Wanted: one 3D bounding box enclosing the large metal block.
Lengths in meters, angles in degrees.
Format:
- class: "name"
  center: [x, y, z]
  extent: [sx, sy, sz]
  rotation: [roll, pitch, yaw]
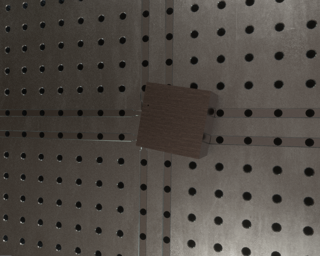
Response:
- class: "large metal block"
  center: [0.023, -0.010, 0.391]
  extent: [0.080, 0.050, 0.079]
  rotation: [11, 94, 19]
